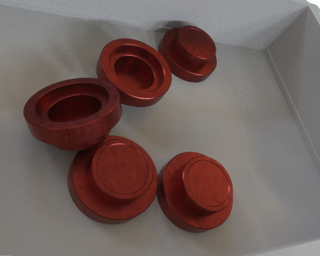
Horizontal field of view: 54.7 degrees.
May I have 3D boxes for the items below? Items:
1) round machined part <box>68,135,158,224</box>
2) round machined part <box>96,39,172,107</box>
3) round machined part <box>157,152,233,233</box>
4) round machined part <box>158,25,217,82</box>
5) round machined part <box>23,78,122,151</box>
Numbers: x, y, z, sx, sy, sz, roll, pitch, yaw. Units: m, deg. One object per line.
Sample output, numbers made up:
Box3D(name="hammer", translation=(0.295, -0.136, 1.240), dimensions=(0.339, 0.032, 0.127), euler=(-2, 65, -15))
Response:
Box3D(name="round machined part", translation=(-0.047, 0.051, 0.338), dimensions=(0.099, 0.042, 0.098), euler=(14, 56, -21))
Box3D(name="round machined part", translation=(-0.037, -0.069, 0.416), dimensions=(0.099, 0.042, 0.098), euler=(14, 56, -21))
Box3D(name="round machined part", translation=(0.049, 0.073, 0.376), dimensions=(0.099, 0.042, 0.098), euler=(14, 56, -21))
Box3D(name="round machined part", translation=(0.050, -0.125, 0.498), dimensions=(0.099, 0.042, 0.098), euler=(14, 56, -21))
Box3D(name="round machined part", translation=(-0.090, -0.012, 0.334), dimensions=(0.099, 0.042, 0.098), euler=(-2, 38, 2))
